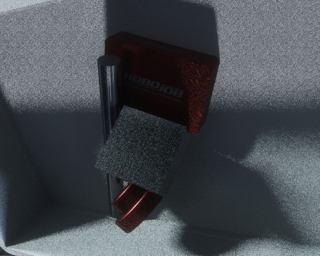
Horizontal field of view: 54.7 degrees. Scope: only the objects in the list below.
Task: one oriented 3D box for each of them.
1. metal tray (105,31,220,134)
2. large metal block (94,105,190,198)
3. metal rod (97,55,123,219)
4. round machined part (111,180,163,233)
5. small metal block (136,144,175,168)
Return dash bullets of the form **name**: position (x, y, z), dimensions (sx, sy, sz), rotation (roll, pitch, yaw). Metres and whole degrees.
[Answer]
- **metal tray**: position (-0.003, -0.055, 0.372), dimensions (0.130, 0.030, 0.089), rotation (20, 126, 16)
- **large metal block**: position (-0.018, 0.029, 0.371), dimensions (0.080, 0.080, 0.050), rotation (20, 166, 16)
- **metal rod**: position (-0.065, 0.036, 0.437), dimensions (0.025, 0.025, 0.298), rotation (20, 134, 16)
- **round machined part**: position (-0.030, 0.094, 0.435), dimensions (0.042, 0.098, 0.097), rotation (42, 129, -1)
- **small metal block**: position (-0.009, 0.039, 0.420), dimensions (0.050, 0.050, 0.025), rotation (20, 126, 16)
